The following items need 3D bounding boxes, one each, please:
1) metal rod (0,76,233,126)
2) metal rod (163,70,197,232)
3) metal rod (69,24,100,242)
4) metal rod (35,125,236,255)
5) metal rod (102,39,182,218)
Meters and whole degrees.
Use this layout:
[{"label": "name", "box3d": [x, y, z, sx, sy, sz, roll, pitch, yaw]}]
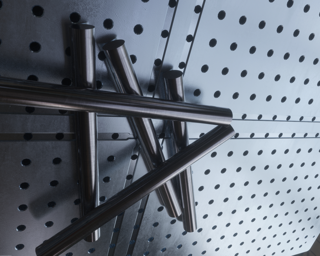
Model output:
[{"label": "metal rod", "box3d": [-0.039, -0.026, 0.343, 0.302, 0.025, 0.025, 5, 116, -31]}, {"label": "metal rod", "box3d": [0.035, 0.055, 0.466, 0.025, 0.025, 0.298, -21, 127, -16]}, {"label": "metal rod", "box3d": [-0.089, 0.028, 0.380, 0.025, 0.025, 0.298, -9, 123, -24]}, {"label": "metal rod", "box3d": [-0.027, 0.082, 0.416, 0.301, 0.025, 0.025, -33, 129, -7]}, {"label": "metal rod", "box3d": [-0.012, 0.024, 0.420, 0.025, 0.025, 0.299, -27, 128, -12]}]
